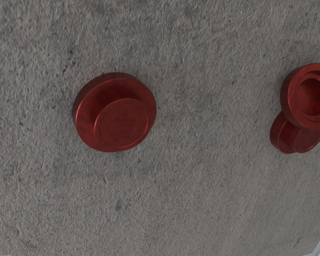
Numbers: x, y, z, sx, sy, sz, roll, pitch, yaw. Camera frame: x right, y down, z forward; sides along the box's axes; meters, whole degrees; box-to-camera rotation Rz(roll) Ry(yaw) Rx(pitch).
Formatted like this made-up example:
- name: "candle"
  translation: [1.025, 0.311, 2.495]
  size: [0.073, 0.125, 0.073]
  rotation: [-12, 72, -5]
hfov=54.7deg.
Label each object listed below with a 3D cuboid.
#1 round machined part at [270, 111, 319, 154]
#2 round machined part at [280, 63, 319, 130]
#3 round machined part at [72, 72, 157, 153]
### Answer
- name: "round machined part"
  translation: [0.241, 0.004, 0.530]
  size: [0.099, 0.042, 0.097]
  rotation: [-14, 124, -21]
- name: "round machined part"
  translation: [0.226, -0.046, 0.472]
  size: [0.099, 0.042, 0.097]
  rotation: [0, 91, -13]
- name: "round machined part"
  translation: [-0.048, -0.012, 0.362]
  size: [0.099, 0.042, 0.097]
  rotation: [-14, 124, -21]
